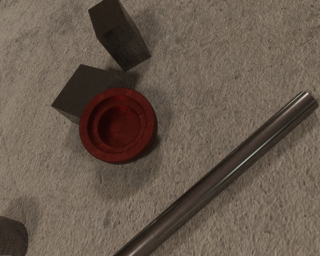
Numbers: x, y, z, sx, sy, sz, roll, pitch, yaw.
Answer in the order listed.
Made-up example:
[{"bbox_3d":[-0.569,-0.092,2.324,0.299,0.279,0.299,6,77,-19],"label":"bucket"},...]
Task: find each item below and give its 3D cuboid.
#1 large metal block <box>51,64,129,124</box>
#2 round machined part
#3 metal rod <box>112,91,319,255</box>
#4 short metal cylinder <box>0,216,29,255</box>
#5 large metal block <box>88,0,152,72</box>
[{"bbox_3d":[-0.101,-0.043,0.466,0.080,0.050,0.080,20,72,35],"label":"large metal block"},{"bbox_3d":[-0.051,0.000,0.405,0.098,0.042,0.098,-3,74,9],"label":"round machined part"},{"bbox_3d":[0.049,0.068,0.335,0.300,0.025,0.025,-41,51,-1],"label":"metal rod"},{"bbox_3d":[-0.224,0.156,0.407,0.080,0.050,0.080,-13,56,20],"label":"short metal cylinder"},{"bbox_3d":[-0.064,-0.150,0.492,0.050,0.080,0.080,-29,52,9],"label":"large metal block"}]
